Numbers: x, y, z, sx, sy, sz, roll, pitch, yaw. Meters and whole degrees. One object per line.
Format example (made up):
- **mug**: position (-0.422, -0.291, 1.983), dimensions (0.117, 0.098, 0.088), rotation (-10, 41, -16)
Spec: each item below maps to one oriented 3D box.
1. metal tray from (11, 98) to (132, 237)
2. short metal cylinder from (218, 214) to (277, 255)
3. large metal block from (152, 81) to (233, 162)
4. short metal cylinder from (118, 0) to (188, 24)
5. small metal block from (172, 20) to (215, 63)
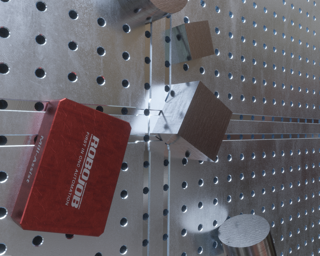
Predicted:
- **metal tray**: position (-0.089, 0.043, 0.331), dimensions (0.090, 0.030, 0.130), rotation (23, 76, -38)
- **short metal cylinder**: position (0.137, 0.181, 0.489), dimensions (0.081, 0.080, 0.050), rotation (-30, 109, -36)
- **large metal block**: position (0.047, -0.008, 0.432), dimensions (0.080, 0.050, 0.080), rotation (37, 67, -34)
- **short metal cylinder**: position (-0.009, -0.177, 0.385), dimensions (0.081, 0.050, 0.079), rotation (0, 90, -40)
- **small metal block**: position (0.049, -0.126, 0.450), dimensions (0.050, 0.025, 0.050), rotation (-23, 104, -38)
